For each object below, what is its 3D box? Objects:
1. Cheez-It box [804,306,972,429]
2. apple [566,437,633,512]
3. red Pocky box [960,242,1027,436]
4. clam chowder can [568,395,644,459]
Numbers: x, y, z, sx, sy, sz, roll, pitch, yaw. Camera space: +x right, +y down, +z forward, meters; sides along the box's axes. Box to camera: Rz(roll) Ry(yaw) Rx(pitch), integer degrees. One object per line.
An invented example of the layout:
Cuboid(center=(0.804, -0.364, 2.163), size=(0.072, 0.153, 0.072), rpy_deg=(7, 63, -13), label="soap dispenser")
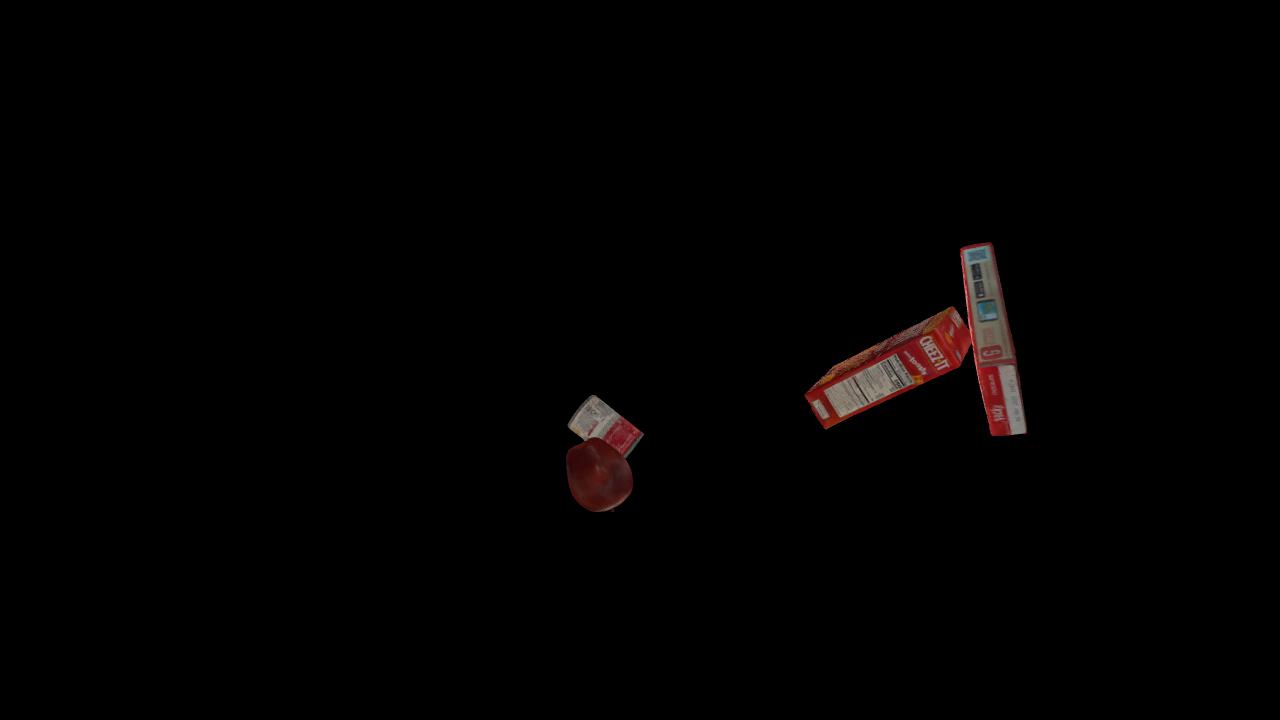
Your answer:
Cuboid(center=(0.384, 0.011, 0.951), size=(0.223, 0.071, 0.166), rpy_deg=(-34, -4, 37), label="Cheez-It box")
Cuboid(center=(-0.051, 0.143, 0.754), size=(0.079, 0.093, 0.079), rpy_deg=(-27, -4, -2), label="apple")
Cuboid(center=(0.291, -0.021, 0.510), size=(0.028, 0.083, 0.155), rpy_deg=(-11, 39, 30), label="red Pocky box")
Cuboid(center=(-0.054, 0.110, 0.959), size=(0.102, 0.068, 0.068), rpy_deg=(38, 5, 7), label="clam chowder can")
